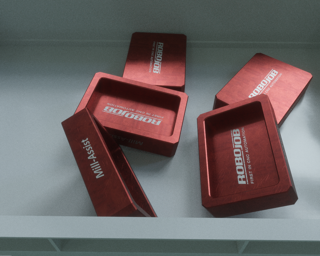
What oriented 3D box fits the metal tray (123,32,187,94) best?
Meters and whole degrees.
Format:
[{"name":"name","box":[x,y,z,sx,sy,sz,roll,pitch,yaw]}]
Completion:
[{"name":"metal tray","box":[-0.005,-0.100,0.485,0.091,0.030,0.130,3,50,2]}]

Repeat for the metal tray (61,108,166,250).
[{"name":"metal tray","box":[-0.047,0.050,0.314,0.030,0.090,0.130,-33,53,-2]}]

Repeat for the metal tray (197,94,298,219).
[{"name":"metal tray","box":[0.092,0.029,0.351,0.090,0.030,0.130,-18,46,23]}]

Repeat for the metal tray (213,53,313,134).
[{"name":"metal tray","box":[0.148,-0.050,0.445,0.090,0.030,0.131,31,56,23]}]

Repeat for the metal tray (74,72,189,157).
[{"name":"metal tray","box":[-0.035,-0.020,0.406,0.131,0.030,0.090,14,51,1]}]
